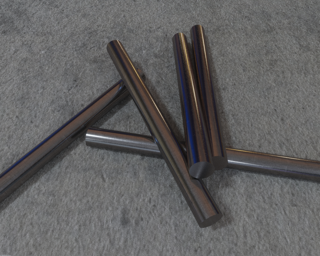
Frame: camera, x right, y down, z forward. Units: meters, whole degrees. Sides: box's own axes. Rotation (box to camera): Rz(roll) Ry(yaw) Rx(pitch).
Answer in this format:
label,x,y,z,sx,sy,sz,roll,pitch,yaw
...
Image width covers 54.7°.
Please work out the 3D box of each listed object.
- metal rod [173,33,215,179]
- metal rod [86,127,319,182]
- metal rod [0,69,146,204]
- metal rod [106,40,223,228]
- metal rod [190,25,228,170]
label,x,y,z,sx,sy,sz,roll,pitch,yaw
metal rod,0.037,-0.055,0.417,0.025,0.025,0.300,-1,40,-1
metal rod,0.059,0.032,0.376,0.302,0.025,0.025,8,51,6
metal rod,-0.122,0.012,0.391,0.025,0.025,0.301,30,56,22
metal rod,-0.010,-0.017,0.383,0.025,0.025,0.300,-18,53,-15
metal rod,0.063,-0.066,0.441,0.025,0.025,0.300,1,44,0
